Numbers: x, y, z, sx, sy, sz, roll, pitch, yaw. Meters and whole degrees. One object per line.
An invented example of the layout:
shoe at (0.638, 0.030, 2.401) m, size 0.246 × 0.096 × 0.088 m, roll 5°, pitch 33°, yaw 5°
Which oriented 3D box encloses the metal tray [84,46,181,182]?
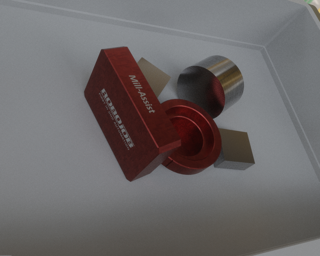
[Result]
metal tray at (-0.037, -0.014, 0.352) m, size 0.030 × 0.090 × 0.130 m, roll -19°, pitch 72°, yaw -35°

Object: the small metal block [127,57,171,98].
small metal block at (-0.020, -0.063, 0.433) m, size 0.050 × 0.025 × 0.050 m, roll 34°, pitch 52°, yaw -5°

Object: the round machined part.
round machined part at (0.026, 0.015, 0.398) m, size 0.099 × 0.042 × 0.098 m, roll 14°, pitch 56°, yaw -21°

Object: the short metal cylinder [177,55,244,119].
short metal cylinder at (0.072, -0.058, 0.445) m, size 0.050 × 0.080 × 0.080 m, roll -33°, pitch 81°, yaw -38°

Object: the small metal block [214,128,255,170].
small metal block at (0.102, 0.031, 0.442) m, size 0.050 × 0.025 × 0.050 m, roll 8°, pitch 58°, yaw -23°
